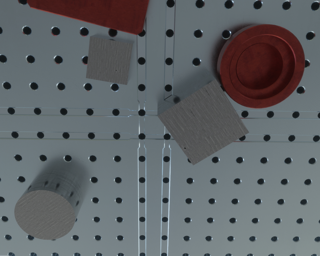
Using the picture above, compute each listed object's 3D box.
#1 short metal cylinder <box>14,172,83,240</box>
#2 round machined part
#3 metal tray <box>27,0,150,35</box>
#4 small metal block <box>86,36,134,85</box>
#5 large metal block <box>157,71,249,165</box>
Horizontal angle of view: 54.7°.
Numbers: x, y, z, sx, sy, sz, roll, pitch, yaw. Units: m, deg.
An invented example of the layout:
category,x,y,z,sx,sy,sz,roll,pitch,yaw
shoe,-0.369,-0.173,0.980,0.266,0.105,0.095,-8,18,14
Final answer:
category,x,y,z,sx,sy,sz,roll,pitch,yaw
short metal cylinder,-0.154,0.109,0.438,0.081,0.050,0.079,0,110,-1
round machined part,0.119,-0.076,0.378,0.099,0.042,0.097,0,110,-1
metal tray,-0.074,-0.166,0.349,0.131,0.030,0.089,13,110,-6
small metal block,-0.061,-0.084,0.382,0.050,0.025,0.050,9,110,-4
large metal block,0.053,-0.013,0.396,0.080,0.050,0.080,-33,107,11
